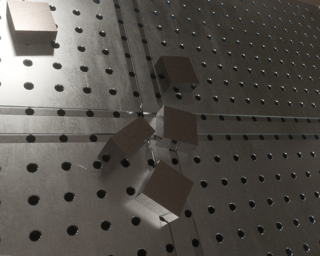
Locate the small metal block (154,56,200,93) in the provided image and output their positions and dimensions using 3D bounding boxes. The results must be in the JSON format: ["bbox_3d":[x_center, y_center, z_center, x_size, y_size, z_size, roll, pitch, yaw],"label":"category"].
[{"bbox_3d":[0.026,-0.082,0.474,0.050,0.025,0.050,-5,64,-31],"label":"small metal block"}]

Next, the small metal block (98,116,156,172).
[{"bbox_3d":[-0.039,0.018,0.361,0.025,0.050,0.050,48,51,4],"label":"small metal block"}]

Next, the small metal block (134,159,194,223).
[{"bbox_3d":[0.006,0.074,0.367,0.050,0.025,0.050,35,51,-6],"label":"small metal block"}]

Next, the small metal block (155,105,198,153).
[{"bbox_3d":[0.022,0.002,0.421,0.050,0.025,0.050,14,56,-21],"label":"small metal block"}]

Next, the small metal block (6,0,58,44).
[{"bbox_3d":[-0.167,-0.137,0.402,0.050,0.025,0.050,-10,67,-33],"label":"small metal block"}]
